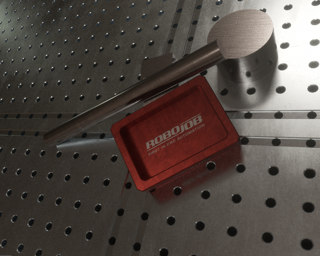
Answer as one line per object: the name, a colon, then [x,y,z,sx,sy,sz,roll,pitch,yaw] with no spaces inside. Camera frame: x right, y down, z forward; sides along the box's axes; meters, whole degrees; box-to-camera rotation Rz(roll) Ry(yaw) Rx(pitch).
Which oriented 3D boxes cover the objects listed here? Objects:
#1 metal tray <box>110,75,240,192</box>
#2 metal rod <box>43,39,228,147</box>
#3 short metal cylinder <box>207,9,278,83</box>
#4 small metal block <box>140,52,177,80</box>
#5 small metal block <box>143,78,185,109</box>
metal tray: [0.017,0.008,0.370,0.130,0.030,0.090,-29,74,9]
metal rod: [-0.052,-0.035,0.415,0.300,0.025,0.025,-24,52,29]
short metal cylinder: [0.107,-0.105,0.400,0.080,0.050,0.080,-13,56,20]
small metal block: [0.000,-0.078,0.455,0.050,0.025,0.050,-11,57,22]
small metal block: [0.006,-0.043,0.414,0.050,0.025,0.050,-1,90,23]
